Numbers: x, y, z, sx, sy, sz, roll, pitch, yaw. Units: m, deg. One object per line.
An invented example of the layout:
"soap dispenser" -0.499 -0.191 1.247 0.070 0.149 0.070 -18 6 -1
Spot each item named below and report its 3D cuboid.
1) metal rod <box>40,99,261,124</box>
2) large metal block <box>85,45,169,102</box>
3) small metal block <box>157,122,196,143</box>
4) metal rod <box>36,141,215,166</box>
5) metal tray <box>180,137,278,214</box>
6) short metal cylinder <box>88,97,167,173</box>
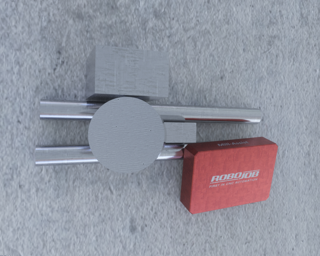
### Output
"metal rod" 0.003 -0.020 0.412 0.303 0.025 0.025 1 90 -21
"large metal block" -0.042 -0.060 0.367 0.081 0.080 0.050 1 90 -20
"small metal block" 0.013 0.005 0.402 0.050 0.050 0.025 1 90 -20
"metal rod" -0.002 0.031 0.411 0.303 0.025 0.025 0 90 -21
"metal tray" 0.096 0.063 0.430 0.131 0.030 0.089 -4 109 -22
"short metal cylinder" -0.034 0.008 0.347 0.080 0.050 0.079 0 88 3
